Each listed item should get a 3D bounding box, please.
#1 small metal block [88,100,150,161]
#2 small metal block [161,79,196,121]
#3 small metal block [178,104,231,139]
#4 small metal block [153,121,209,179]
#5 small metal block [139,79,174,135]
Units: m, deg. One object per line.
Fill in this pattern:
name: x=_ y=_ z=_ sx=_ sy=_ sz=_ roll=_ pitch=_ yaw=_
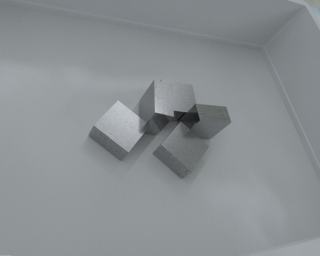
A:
small metal block: x=-0.049 y=0.003 z=0.376 sx=0.050 sy=0.025 sz=0.050 roll=39 pitch=51 yaw=-3
small metal block: x=0.023 y=-0.038 z=0.440 sx=0.050 sy=0.025 sz=0.050 roll=6 pitch=59 yaw=-25
small metal block: x=0.060 y=-0.008 z=0.426 sx=0.050 sy=0.050 sz=0.025 roll=3 pitch=61 yaw=-27
small metal block: x=0.028 y=0.028 z=0.402 sx=0.050 sy=0.025 sz=0.050 roll=42 pitch=51 yaw=0
small metal block: x=-0.006 y=-0.026 z=0.401 sx=0.025 sy=0.050 sz=0.050 roll=12 pitch=57 yaw=-22
